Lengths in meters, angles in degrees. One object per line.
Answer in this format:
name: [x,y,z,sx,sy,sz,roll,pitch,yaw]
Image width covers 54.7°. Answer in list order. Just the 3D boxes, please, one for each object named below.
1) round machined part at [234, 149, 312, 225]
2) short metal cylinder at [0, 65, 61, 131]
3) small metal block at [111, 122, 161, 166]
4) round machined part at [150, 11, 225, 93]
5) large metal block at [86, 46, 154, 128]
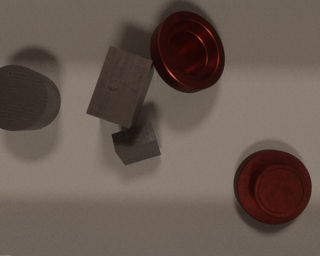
round machined part: [0.150,0.078,0.405,0.099,0.042,0.097,0,90,-1]
short metal cylinder: [-0.176,-0.036,0.397,0.081,0.050,0.079,0,90,-1]
small metal block: [-0.029,0.022,0.396,0.050,0.050,0.025,-17,63,0]
round machined part: [0.030,-0.091,0.389,0.099,0.042,0.097,5,79,-30]
large metal block: [-0.045,-0.046,0.383,0.050,0.080,0.080,19,90,0]
